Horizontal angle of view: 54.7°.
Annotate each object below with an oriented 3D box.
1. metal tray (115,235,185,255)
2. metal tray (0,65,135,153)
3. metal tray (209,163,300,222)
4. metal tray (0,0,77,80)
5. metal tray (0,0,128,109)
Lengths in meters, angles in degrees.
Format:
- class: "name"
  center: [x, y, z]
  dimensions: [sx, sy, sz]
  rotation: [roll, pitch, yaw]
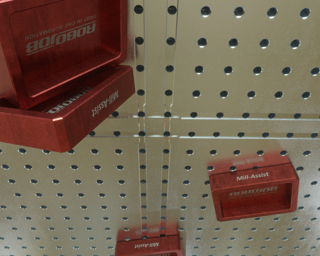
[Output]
- class: "metal tray"
  center: [-0.017, 0.262, 0.631]
  dimensions: [0.131, 0.030, 0.090]
  rotation: [-9, 130, 7]
- class: "metal tray"
  center: [-0.092, -0.029, 0.300]
  dimensions: [0.090, 0.131, 0.030]
  rotation: [8, 121, 20]
- class: "metal tray"
  center: [0.151, 0.107, 0.501]
  dimensions: [0.131, 0.030, 0.090]
  rotation: [-10, 130, 8]
- class: "metal tray"
  center: [-0.155, -0.115, 0.307]
  dimensions: [0.090, 0.030, 0.130]
  rotation: [-20, 128, 16]
- class: "metal tray"
  center: [-0.084, -0.084, 0.276]
  dimensions: [0.030, 0.131, 0.089]
  rotation: [30, 136, 26]
